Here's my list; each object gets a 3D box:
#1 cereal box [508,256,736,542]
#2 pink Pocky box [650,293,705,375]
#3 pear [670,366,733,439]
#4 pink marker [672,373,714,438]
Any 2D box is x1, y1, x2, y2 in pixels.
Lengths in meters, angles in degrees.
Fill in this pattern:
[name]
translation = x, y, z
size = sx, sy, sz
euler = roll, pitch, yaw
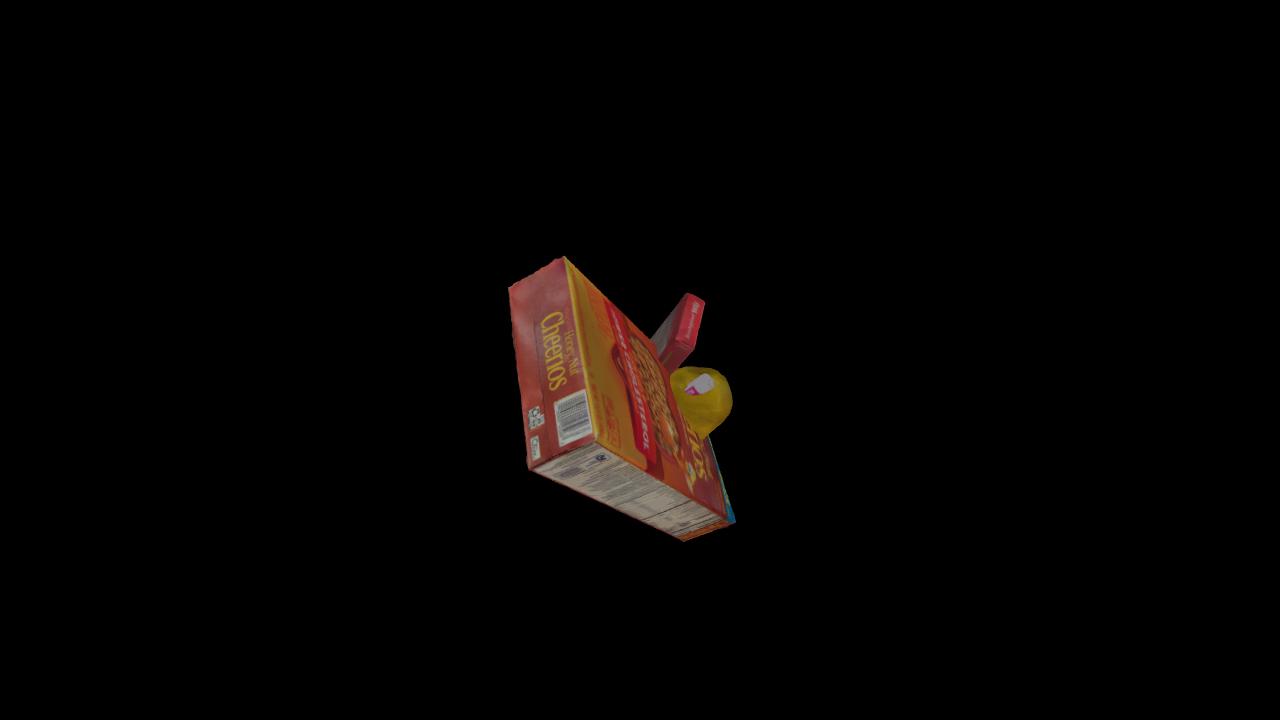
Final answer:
[cereal box]
translation = -0.009, 0.057, 0.648
size = 0.081, 0.203, 0.306
euler = -26, -36, 18
[pink Pocky box]
translation = 0.024, -0.004, 0.746
size = 0.029, 0.084, 0.155
euler = 28, -45, -11
[pear]
translation = 0.064, 0.065, 0.706
size = 0.080, 0.111, 0.080
euler = 3, 16, -1
[pink marker]
translation = 0.031, 0.051, 0.691
size = 0.121, 0.020, 0.020
euler = -34, -19, 30
